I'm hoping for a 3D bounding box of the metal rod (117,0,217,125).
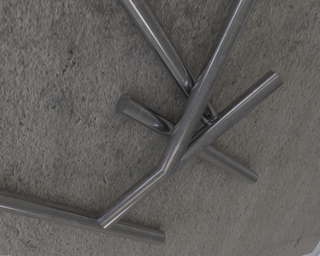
[{"bbox_3d":[0.001,-0.094,0.348,0.025,0.025,0.300,-41,130,0],"label":"metal rod"}]

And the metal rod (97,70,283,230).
[{"bbox_3d":[0.037,0.031,0.412,0.300,0.025,0.025,-40,130,4],"label":"metal rod"}]

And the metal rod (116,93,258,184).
[{"bbox_3d":[0.060,0.029,0.457,0.301,0.025,0.025,30,102,-38],"label":"metal rod"}]

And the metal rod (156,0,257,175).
[{"bbox_3d":[0.068,-0.082,0.367,0.025,0.025,0.298,18,101,-35],"label":"metal rod"}]

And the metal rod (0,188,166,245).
[{"bbox_3d":[-0.103,0.127,0.428,0.301,0.025,0.025,29,102,-38],"label":"metal rod"}]
